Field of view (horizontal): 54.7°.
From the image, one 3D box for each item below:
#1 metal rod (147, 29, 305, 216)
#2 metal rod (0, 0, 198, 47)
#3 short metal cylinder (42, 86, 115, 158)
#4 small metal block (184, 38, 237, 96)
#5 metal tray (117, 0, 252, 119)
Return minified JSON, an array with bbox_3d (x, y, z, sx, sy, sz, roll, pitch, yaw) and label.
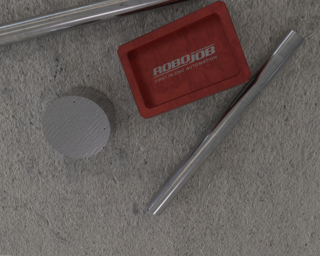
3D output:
[{"bbox_3d":[0.077,0.004,0.411,0.025,0.025,0.299,33,107,-12],"label":"metal rod"},{"bbox_3d":[-0.093,-0.130,0.360,0.302,0.025,0.025,-12,110,4],"label":"metal rod"},{"bbox_3d":[-0.100,-0.008,0.392,0.081,0.050,0.079,0,110,0],"label":"short metal cylinder"},{"bbox_3d":[0.060,-0.076,0.382,0.050,0.025,0.050,40,105,-14],"label":"small metal block"},{"bbox_3d":[0.027,-0.073,0.354,0.130,0.030,0.090,-20,90,16],"label":"metal tray"}]
